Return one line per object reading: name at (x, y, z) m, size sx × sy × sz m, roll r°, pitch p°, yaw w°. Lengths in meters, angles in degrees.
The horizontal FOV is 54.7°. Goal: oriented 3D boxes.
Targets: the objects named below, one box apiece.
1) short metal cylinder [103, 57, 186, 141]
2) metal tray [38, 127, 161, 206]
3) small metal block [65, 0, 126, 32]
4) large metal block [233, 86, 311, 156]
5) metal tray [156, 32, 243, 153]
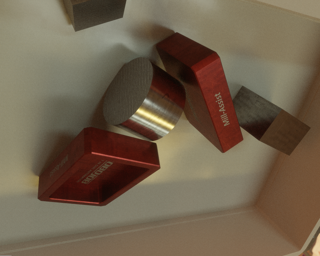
short metal cylinder at (-0.018, -0.031, 0.345) m, size 0.050 × 0.080 × 0.080 m, roll 28°, pitch 103°, yaw -38°
metal tray at (-0.073, 0.052, 0.358) m, size 0.091 × 0.030 × 0.129 m, roll 16°, pitch 140°, yaw -35°
small metal block at (-0.060, -0.118, 0.285) m, size 0.050 × 0.050 × 0.025 m, roll -23°, pitch 88°, yaw -15°
large metal block at (0.156, -0.011, 0.454) m, size 0.080 × 0.080 × 0.050 m, roll 22°, pitch 106°, yaw -37°
metal tray at (0.048, -0.041, 0.369) m, size 0.030 × 0.090 × 0.130 m, roll -33°, pitch 129°, yaw -7°
